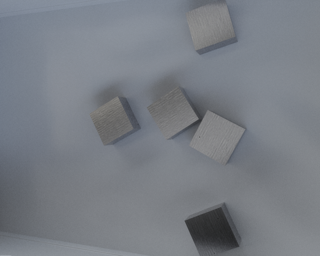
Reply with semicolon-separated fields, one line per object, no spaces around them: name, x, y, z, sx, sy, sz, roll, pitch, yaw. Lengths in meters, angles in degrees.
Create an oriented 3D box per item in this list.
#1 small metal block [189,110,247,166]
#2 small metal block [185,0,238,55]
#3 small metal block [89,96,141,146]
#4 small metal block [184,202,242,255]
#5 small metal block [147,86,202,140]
small metal block;0.072;0.012;0.385;0.050;0.025;0.050;30;100;17
small metal block;0.065;-0.126;0.388;0.050;0.025;0.050;-16;85;19
small metal block;-0.063;-0.009;0.433;0.050;0.025;0.050;-29;81;17
small metal block;0.066;0.128;0.387;0.050;0.025;0.050;-27;81;18
small metal block;0.020;-0.019;0.404;0.050;0.025;0.050;-34;79;17
